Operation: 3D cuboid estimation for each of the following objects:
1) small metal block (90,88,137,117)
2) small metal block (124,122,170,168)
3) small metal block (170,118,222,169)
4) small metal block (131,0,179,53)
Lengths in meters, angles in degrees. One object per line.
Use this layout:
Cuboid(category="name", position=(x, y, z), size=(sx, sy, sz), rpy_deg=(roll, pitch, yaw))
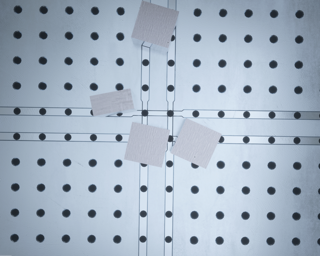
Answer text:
Cuboid(category="small metal block", position=(-0.058, -0.031, 0.401), size=(0.050, 0.050, 0.025), rpy_deg=(-11, 90, 0))
Cuboid(category="small metal block", position=(-0.017, 0.022, 0.413), size=(0.050, 0.025, 0.050), rpy_deg=(12, 90, 0))
Cuboid(category="small metal block", position=(0.047, 0.020, 0.414), size=(0.050, 0.025, 0.050), rpy_deg=(24, 90, 0))
Cuboid(category="small metal block", position=(-0.006, -0.134, 0.413), size=(0.050, 0.025, 0.050), rpy_deg=(17, 90, 0))
